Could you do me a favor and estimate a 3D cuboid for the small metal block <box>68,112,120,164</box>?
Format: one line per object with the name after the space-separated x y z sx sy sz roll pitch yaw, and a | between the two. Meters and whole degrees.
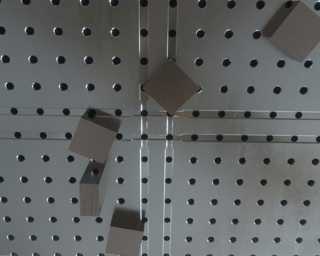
-0.088 0.013 0.418 0.050 0.025 0.050 23 108 -9 | small metal block

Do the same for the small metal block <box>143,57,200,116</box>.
0.014 -0.053 0.394 0.050 0.025 0.050 43 105 -14 | small metal block

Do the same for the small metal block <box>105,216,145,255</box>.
-0.053 0.167 0.474 0.050 0.025 0.050 11 110 -4 | small metal block

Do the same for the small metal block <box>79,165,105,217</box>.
-0.093 0.087 0.431 0.025 0.050 0.050 3 110 -1 | small metal block

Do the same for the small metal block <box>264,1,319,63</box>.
0.164 -0.115 0.372 0.050 0.025 0.050 34 107 -12 | small metal block
